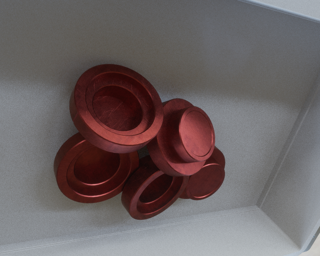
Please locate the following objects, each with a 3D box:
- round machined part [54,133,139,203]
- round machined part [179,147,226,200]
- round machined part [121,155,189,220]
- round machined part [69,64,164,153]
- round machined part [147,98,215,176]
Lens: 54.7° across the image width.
[{"bbox_3d":[-0.079,0.040,0.378,0.099,0.042,0.097,-14,125,-21],"label":"round machined part"},{"bbox_3d":[0.060,0.071,0.474,0.099,0.042,0.097,-14,125,-21],"label":"round machined part"},{"bbox_3d":[-0.011,0.074,0.422,0.099,0.042,0.097,-26,139,-25],"label":"round machined part"},{"bbox_3d":[-0.049,-0.017,0.336,0.099,0.098,0.042,2,153,-30],"label":"round machined part"},{"bbox_3d":[0.032,0.010,0.385,0.099,0.042,0.098,14,70,-43],"label":"round machined part"}]
